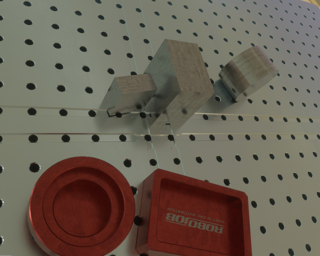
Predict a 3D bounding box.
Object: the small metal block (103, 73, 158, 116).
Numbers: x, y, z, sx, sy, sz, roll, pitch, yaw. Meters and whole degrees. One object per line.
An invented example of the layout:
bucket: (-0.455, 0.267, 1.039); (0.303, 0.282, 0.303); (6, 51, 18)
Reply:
small metal block: (-0.039, -0.043, 0.397); (0.050, 0.050, 0.025); (-13, 69, -34)

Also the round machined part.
round machined part: (-0.078, 0.081, 0.306); (0.099, 0.042, 0.098); (14, 56, -21)

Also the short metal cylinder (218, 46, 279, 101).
short metal cylinder: (0.143, -0.087, 0.503); (0.081, 0.080, 0.050); (-23, 74, -36)

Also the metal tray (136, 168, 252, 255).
metal tray: (0.043, 0.108, 0.362); (0.131, 0.030, 0.090); (18, 55, -18)

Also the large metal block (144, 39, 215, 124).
large metal block: (0.021, -0.060, 0.421); (0.050, 0.080, 0.080); (0, 62, -28)
